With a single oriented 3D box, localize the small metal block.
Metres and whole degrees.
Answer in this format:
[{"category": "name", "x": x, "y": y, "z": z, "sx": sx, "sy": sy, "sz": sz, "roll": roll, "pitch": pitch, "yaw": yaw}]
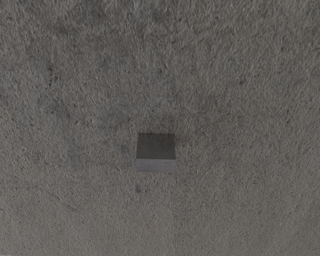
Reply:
[{"category": "small metal block", "x": -0.006, "y": 0.033, "z": 0.418, "sx": 0.050, "sy": 0.050, "sz": 0.025, "roll": 2, "pitch": 130, "yaw": -1}]
